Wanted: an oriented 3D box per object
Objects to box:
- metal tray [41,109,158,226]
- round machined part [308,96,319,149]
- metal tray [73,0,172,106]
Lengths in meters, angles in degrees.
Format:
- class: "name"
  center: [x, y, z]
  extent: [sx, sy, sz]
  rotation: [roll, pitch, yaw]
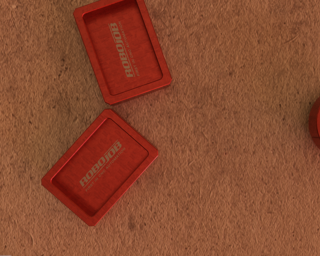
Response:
- class: "metal tray"
  center: [-0.076, 0.050, 0.406]
  extent: [0.090, 0.030, 0.130]
  rotation: [42, 90, -1]
- class: "round machined part"
  center: [0.242, -0.007, 0.405]
  extent: [0.099, 0.042, 0.097]
  rotation: [0, 90, -1]
- class: "metal tray"
  center: [-0.047, -0.104, 0.406]
  extent: [0.090, 0.030, 0.129]
  rotation: [-20, 90, -1]
